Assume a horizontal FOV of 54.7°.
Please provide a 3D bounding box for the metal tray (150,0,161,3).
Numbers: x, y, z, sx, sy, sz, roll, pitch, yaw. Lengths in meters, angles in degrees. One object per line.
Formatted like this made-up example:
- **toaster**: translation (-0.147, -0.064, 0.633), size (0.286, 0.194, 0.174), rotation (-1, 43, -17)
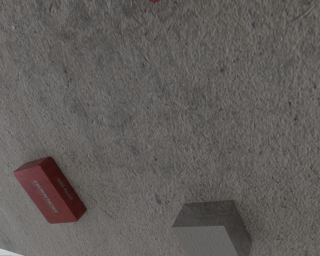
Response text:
- **metal tray**: translation (-0.038, -0.194, 0.303), size (0.130, 0.030, 0.089), rotation (29, 128, 9)

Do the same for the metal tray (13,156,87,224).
- **metal tray**: translation (-0.209, 0.121, 0.589), size (0.090, 0.030, 0.130), rotation (-16, 110, 34)

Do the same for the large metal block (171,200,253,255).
- **large metal block**: translation (0.076, 0.154, 0.446), size (0.080, 0.050, 0.080), rotation (-15, 111, 34)
